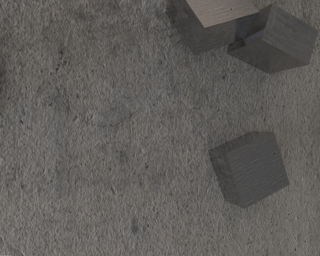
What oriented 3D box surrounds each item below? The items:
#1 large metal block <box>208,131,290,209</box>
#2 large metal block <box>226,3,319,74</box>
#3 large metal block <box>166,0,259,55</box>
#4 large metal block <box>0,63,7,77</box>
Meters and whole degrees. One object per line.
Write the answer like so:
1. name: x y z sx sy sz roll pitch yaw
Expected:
1. large metal block: 0.126 0.056 0.442 0.081 0.050 0.080 -22 97 -19
2. large metal block: 0.155 -0.121 0.436 0.080 0.080 0.050 20 84 -19
3. large metal block: 0.065 -0.151 0.403 0.081 0.050 0.080 -22 70 -19
4. large metal block: -0.221 -0.065 0.314 0.080 0.050 0.080 -46 105 -14
